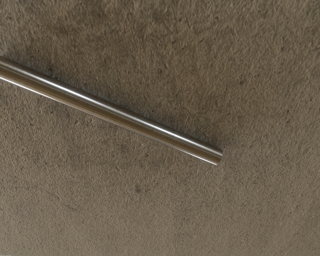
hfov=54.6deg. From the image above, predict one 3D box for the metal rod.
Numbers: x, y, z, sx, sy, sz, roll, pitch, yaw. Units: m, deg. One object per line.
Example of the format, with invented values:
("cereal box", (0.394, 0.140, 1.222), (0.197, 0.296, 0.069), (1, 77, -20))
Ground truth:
("metal rod", (-0.050, -0.014, 0.394), (0.302, 0.025, 0.025), (23, 127, -19))
